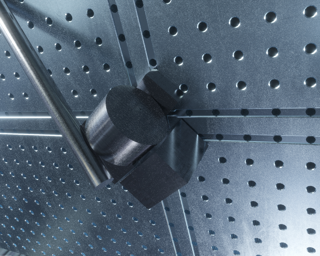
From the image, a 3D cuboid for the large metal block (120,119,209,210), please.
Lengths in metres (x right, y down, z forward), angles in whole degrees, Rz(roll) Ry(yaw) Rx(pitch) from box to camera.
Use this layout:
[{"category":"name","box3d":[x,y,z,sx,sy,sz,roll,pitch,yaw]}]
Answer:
[{"category":"large metal block","box3d":[0.007,0.046,0.397,0.050,0.080,0.080,44,129,-3]}]

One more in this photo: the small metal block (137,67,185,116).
[{"category":"small metal block","box3d":[-0.005,-0.038,0.390,0.050,0.025,0.050,41,129,-1]}]

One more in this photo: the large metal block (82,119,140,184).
[{"category":"large metal block","box3d":[-0.056,0.013,0.413,0.080,0.080,0.050,44,129,-3]}]

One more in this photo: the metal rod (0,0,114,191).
[{"category":"metal rod","box3d":[-0.145,-0.056,0.383,0.299,0.025,0.025,55,131,16]}]

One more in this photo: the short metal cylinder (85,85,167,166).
[{"category":"short metal cylinder","box3d":[-0.039,-0.003,0.360,0.080,0.080,0.050,45,129,-4]}]
